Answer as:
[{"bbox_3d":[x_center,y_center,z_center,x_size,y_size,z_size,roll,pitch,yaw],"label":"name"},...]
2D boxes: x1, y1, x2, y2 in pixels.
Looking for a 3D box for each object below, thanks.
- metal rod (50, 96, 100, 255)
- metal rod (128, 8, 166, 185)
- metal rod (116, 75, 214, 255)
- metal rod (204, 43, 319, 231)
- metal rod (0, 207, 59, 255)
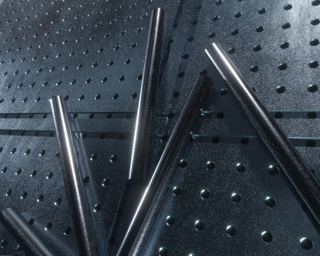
[{"bbox_3d":[-0.123,0.062,0.432,0.025,0.025,0.300,-31,52,8],"label":"metal rod"},{"bbox_3d":[-0.015,-0.064,0.453,0.025,0.025,0.299,-8,58,23],"label":"metal rod"},{"bbox_3d":[0.000,0.065,0.367,0.025,0.025,0.300,13,68,33],"label":"metal rod"},{"bbox_3d":[0.119,0.002,0.344,0.025,0.025,0.299,-29,52,9],"label":"metal rod"},{"bbox_3d":[-0.112,0.162,0.342,0.300,0.025,0.025,19,72,42],"label":"metal rod"}]
